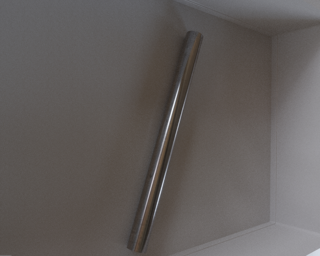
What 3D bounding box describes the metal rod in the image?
[{"bbox_3d":[0.011,0.008,0.411,0.025,0.025,0.299,25,74,-37],"label":"metal rod"}]
